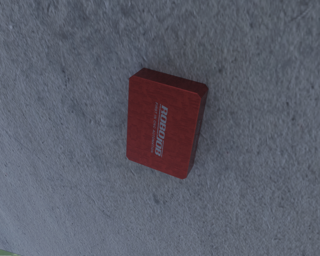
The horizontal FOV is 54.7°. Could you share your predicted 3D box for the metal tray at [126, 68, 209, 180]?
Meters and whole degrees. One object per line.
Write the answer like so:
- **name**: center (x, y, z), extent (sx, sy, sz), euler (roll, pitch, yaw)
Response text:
- **metal tray**: center (0.005, -0.003, 0.398), extent (0.090, 0.030, 0.129), euler (18, 126, 17)
